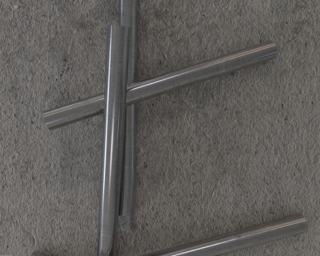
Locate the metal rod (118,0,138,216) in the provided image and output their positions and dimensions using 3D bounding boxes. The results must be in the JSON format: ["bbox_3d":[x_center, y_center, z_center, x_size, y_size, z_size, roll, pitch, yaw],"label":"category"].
[{"bbox_3d":[-0.043,-0.036,0.409,0.025,0.025,0.298,1,90,0],"label":"metal rod"}]

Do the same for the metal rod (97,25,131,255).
[{"bbox_3d":[-0.058,0.034,0.372,0.025,0.025,0.298,5,105,0],"label":"metal rod"}]

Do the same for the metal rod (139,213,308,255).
[{"bbox_3d":[0.043,0.159,0.397,0.302,0.025,0.025,-13,90,-5],"label":"metal rod"}]

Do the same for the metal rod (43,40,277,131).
[{"bbox_3d":[0.007,-0.056,0.390,0.302,0.025,0.025,-19,90,-8],"label":"metal rod"}]

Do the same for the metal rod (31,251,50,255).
[{"bbox_3d":[-0.027,0.222,0.409,0.302,0.025,0.025,18,90,0],"label":"metal rod"}]
